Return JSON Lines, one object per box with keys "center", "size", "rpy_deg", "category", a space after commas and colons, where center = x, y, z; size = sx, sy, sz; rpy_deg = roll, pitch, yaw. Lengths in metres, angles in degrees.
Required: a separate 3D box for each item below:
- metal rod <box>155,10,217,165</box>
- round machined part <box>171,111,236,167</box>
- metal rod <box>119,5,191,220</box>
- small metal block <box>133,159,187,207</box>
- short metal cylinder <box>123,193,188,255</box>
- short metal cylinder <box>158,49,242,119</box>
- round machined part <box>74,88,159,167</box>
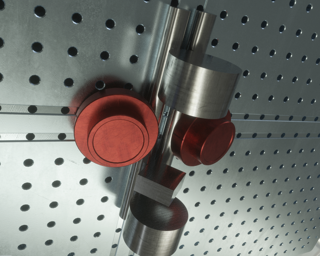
{"center": [0.018, -0.002, 0.418], "size": [0.025, 0.025, 0.298], "rpy_deg": [1, 118, -29], "category": "metal rod"}
{"center": [0.065, 0.012, 0.426], "size": [0.099, 0.042, 0.097], "rpy_deg": [-26, 134, -30], "category": "round machined part"}
{"center": [-0.013, -0.001, 0.402], "size": [0.025, 0.025, 0.298], "rpy_deg": [1, 118, -29], "category": "metal rod"}
{"center": [0.001, 0.071, 0.409], "size": [0.050, 0.050, 0.025], "rpy_deg": [-39, 148, -61], "category": "small metal block"}
{"center": [-0.007, 0.130, 0.424], "size": [0.081, 0.080, 0.050], "rpy_deg": [1, 118, -29], "category": "short metal cylinder"}
{"center": [0.042, -0.050, 0.339], "size": [0.081, 0.080, 0.050], "rpy_deg": [1, 118, -29], "category": "short metal cylinder"}
{"center": [-0.049, 0.006, 0.361], "size": [0.099, 0.042, 0.097], "rpy_deg": [-6, 119, -10], "category": "round machined part"}
